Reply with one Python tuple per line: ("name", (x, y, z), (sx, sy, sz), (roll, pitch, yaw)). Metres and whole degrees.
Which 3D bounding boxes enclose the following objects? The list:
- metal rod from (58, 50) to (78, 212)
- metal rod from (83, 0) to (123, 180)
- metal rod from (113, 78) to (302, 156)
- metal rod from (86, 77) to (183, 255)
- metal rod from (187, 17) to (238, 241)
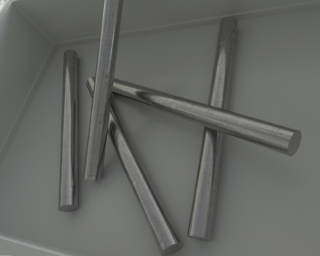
("metal rod", (-0.143, -0.015, 0.490), (0.025, 0.025, 0.299), (-22, 53, 15))
("metal rod", (-0.073, -0.080, 0.417), (0.025, 0.025, 0.298), (6, 89, 31))
("metal rod", (0.022, -0.027, 0.385), (0.300, 0.025, 0.025), (22, 74, 44))
("metal rod", (-0.048, 0.026, 0.415), (0.025, 0.025, 0.300), (-35, 51, 5))
("metal rod", (0.070, -0.019, 0.380), (0.025, 0.025, 0.300), (-2, 61, 27))
